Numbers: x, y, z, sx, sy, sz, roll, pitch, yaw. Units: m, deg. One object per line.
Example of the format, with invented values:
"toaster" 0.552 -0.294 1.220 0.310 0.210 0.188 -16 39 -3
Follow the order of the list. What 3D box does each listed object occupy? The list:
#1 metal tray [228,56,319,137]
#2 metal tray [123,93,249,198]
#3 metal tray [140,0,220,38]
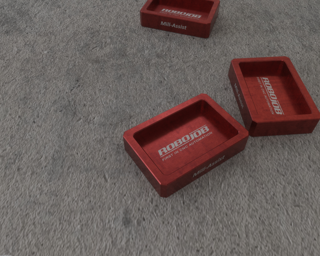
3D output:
"metal tray" 0.157 -0.049 0.441 0.091 0.030 0.130 -3 50 -3
"metal tray" 0.032 0.016 0.386 0.131 0.030 0.090 -27 55 -21
"metal tray" 0.039 -0.216 0.581 0.131 0.030 0.090 15 51 12
